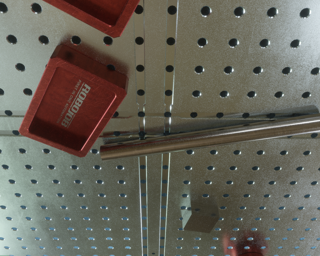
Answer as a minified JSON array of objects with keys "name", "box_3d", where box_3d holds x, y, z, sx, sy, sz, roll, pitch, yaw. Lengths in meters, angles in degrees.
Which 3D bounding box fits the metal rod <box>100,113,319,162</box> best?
[{"name":"metal rod","box_3d":[0.067,0.014,0.424,0.302,0.025,0.025,-8,130,6]}]

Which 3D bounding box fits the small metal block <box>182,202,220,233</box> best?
[{"name":"small metal block","box_3d":[0.071,0.159,0.549,0.050,0.025,0.050,11,129,-10]}]

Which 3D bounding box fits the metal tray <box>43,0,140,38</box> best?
[{"name":"metal tray","box_3d":[-0.048,-0.157,0.273,0.090,0.030,0.129,24,126,-20]}]

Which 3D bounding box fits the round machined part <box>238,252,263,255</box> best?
[{"name":"round machined part","box_3d":[0.195,0.302,0.661,0.099,0.042,0.097,-1,130,0]}]

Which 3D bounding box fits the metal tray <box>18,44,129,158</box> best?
[{"name":"metal tray","box_3d":[-0.108,-0.026,0.384,0.090,0.030,0.129,25,126,-20]}]
